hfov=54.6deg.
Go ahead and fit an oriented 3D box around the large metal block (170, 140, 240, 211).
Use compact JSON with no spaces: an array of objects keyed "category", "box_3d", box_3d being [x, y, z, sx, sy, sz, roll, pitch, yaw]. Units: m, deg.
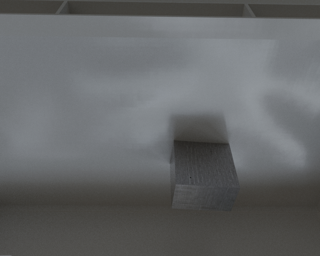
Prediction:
[{"category":"large metal block","box_3d":[0.057,0.065,0.428,0.080,0.080,0.050,4,130,-4]}]
